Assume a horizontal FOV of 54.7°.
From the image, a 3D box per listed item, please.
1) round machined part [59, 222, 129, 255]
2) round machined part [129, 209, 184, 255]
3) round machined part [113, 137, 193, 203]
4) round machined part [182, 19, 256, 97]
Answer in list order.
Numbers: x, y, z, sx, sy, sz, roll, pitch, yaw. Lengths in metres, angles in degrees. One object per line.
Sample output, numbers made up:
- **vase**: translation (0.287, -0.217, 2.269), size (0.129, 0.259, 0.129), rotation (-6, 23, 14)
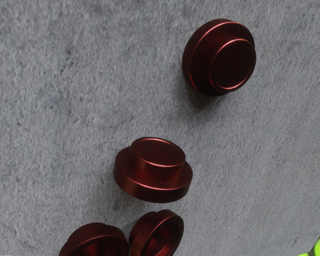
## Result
- **round machined part**: translation (-0.098, 0.178, 0.454), size (0.099, 0.042, 0.097), rotation (-14, 125, -21)
- **round machined part**: translation (-0.010, 0.171, 0.485), size (0.099, 0.042, 0.097), rotation (-26, 127, -39)
- **round machined part**: translation (-0.006, 0.045, 0.386), size (0.099, 0.098, 0.042), rotation (0, 119, -29)
- **round machined part**: translation (0.081, -0.083, 0.390), size (0.099, 0.042, 0.097), rotation (-14, 125, -21)
